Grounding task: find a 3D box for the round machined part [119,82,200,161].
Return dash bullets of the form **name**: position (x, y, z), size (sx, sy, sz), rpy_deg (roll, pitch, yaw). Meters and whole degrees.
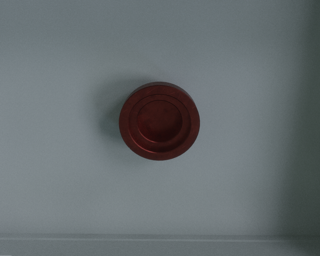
- **round machined part**: position (-0.001, -0.011, 0.395), size (0.099, 0.042, 0.097), rpy_deg (0, 110, 0)
